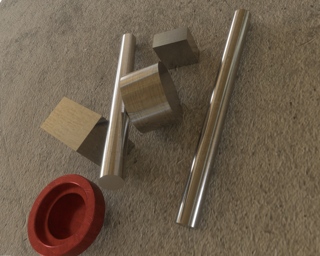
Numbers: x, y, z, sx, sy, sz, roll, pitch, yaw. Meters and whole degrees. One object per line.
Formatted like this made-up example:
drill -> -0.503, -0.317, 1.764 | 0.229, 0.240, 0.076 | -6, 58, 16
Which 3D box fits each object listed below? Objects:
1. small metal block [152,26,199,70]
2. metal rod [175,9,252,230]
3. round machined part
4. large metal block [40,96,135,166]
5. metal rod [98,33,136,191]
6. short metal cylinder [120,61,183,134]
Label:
small metal block -> 0.024, -0.113, 0.444 | 0.050, 0.050, 0.025 | -8, 59, 24
metal rod -> 0.072, -0.028, 0.382 | 0.025, 0.025, 0.300 | 5, 64, 30
round machined part -> -0.109, 0.110, 0.381 | 0.098, 0.042, 0.098 | -13, 56, 20
large metal block -> -0.094, 0.011, 0.409 | 0.080, 0.080, 0.050 | 25, 76, 36
metal rod -> -0.050, -0.048, 0.410 | 0.025, 0.025, 0.300 | -20, 39, 16
short metal cylinder -> -0.009, -0.038, 0.395 | 0.050, 0.080, 0.080 | -19, 55, 15
